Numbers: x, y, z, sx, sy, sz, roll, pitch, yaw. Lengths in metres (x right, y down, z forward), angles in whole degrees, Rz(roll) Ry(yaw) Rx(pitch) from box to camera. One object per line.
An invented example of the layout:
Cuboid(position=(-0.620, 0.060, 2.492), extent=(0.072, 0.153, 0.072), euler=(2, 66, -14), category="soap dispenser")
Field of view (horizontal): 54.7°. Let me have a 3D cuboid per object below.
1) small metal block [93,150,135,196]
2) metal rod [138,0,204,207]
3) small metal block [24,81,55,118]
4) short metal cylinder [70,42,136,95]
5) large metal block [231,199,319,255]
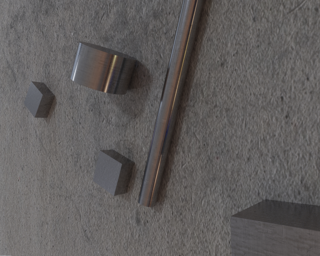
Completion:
Cuboid(position=(-0.069, 0.065, 0.460), extent=(0.050, 0.025, 0.050), euler=(25, 105, 37), category="small metal block")
Cuboid(position=(0.015, -0.042, 0.390), extent=(0.025, 0.025, 0.298), euler=(21, 103, 38), category="metal rod")
Cuboid(position=(-0.231, -0.054, 0.592), extent=(0.050, 0.025, 0.050), euler=(42, 115, 31), category="small metal block")
Cuboid(position=(-0.079, -0.084, 0.432), extent=(0.080, 0.081, 0.050), euler=(29, 108, 36), category="short metal cylinder")
Cuboid(position=(0.118, 0.100, 0.271), extent=(0.080, 0.081, 0.050), euler=(-2, 89, 39), category="large metal block")
